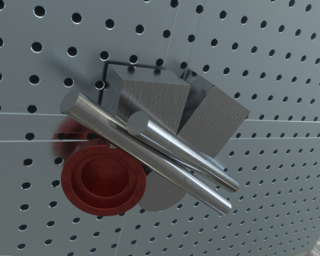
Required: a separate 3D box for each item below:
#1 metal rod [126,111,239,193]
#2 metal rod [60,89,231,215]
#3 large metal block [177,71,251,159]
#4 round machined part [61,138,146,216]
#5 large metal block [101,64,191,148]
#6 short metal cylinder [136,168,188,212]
[{"bbox_3d":[0.052,0.048,0.416,0.025,0.025,0.301,-48,144,5],"label":"metal rod"},{"bbox_3d":[0.008,0.048,0.374,0.025,0.025,0.301,-47,130,5],"label":"metal rod"},{"bbox_3d":[0.058,-0.016,0.411,0.080,0.050,0.080,27,104,-38],"label":"large metal block"},{"bbox_3d":[-0.066,0.056,0.380,0.099,0.042,0.097,-1,113,-3],"label":"round machined part"},{"bbox_3d":[-0.021,-0.024,0.360,0.081,0.050,0.079,1,118,-29],"label":"large metal block"},{"bbox_3d":[-0.004,0.068,0.429,0.081,0.050,0.079,-14,124,-21],"label":"short metal cylinder"}]
